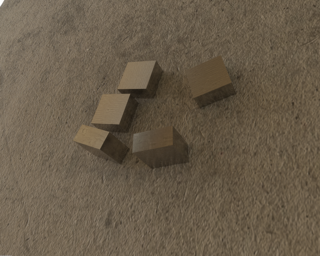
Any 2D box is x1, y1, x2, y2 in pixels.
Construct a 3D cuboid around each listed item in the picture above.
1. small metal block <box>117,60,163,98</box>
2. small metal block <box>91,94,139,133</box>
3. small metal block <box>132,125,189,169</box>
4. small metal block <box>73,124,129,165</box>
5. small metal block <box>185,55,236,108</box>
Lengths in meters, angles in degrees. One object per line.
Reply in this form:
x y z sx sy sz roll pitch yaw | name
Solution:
-0.029 -0.072 0.463 0.050 0.025 0.050 3 63 29 | small metal block
-0.065 -0.022 0.452 0.050 0.025 0.050 3 63 29 | small metal block
0.002 0.025 0.372 0.050 0.050 0.025 -13 57 21 | small metal block
-0.078 0.022 0.415 0.050 0.050 0.025 13 69 33 | small metal block
0.066 -0.061 0.406 0.050 0.025 0.050 -22 54 15 | small metal block
